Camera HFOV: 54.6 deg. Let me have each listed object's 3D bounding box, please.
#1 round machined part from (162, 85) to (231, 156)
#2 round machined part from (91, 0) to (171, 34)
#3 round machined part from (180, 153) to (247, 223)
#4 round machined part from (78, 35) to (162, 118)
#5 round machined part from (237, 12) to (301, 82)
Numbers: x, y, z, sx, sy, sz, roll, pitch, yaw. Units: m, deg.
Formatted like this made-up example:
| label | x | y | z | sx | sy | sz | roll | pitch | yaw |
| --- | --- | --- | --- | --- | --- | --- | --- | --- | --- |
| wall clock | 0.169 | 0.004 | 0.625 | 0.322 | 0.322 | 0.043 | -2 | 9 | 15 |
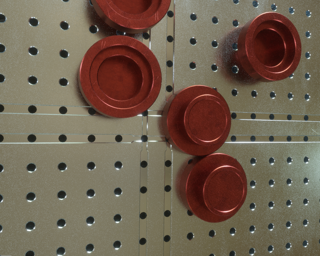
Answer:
| label | x | y | z | sx | sy | sz | roll | pitch | yaw |
| --- | --- | --- | --- | --- | --- | --- | --- | --- | --- |
| round machined part | 0.056 | -0.010 | 0.424 | 0.099 | 0.042 | 0.097 | 0 | 90 | -20 |
| round machined part | -0.039 | -0.167 | 0.389 | 0.099 | 0.042 | 0.097 | 0 | 90 | -20 |
| round machined part | 0.081 | 0.084 | 0.433 | 0.099 | 0.042 | 0.097 | 0 | 90 | -20 |
| round machined part | -0.051 | -0.061 | 0.385 | 0.099 | 0.042 | 0.097 | 0 | 90 | -20 |
| round machined part | 0.156 | -0.116 | 0.460 | 0.099 | 0.042 | 0.097 | 0 | 90 | -20 |
